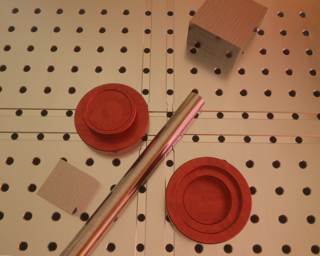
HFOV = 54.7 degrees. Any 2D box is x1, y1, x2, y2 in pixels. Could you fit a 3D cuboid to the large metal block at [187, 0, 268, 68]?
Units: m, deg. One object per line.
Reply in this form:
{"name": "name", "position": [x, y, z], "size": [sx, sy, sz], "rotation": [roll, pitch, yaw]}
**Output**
{"name": "large metal block", "position": [0.096, -0.149, 0.454], "size": [0.080, 0.050, 0.080], "rotation": [32, 73, 11]}

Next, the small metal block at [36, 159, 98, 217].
{"name": "small metal block", "position": [-0.113, 0.074, 0.384], "size": [0.050, 0.025, 0.050], "rotation": [28, 72, 9]}

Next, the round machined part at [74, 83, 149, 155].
{"name": "round machined part", "position": [-0.064, -0.016, 0.408], "size": [0.099, 0.042, 0.098], "rotation": [0, 70, 0]}

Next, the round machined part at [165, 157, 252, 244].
{"name": "round machined part", "position": [0.055, 0.087, 0.371], "size": [0.099, 0.042, 0.098], "rotation": [0, 70, 0]}

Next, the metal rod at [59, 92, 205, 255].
{"name": "metal rod", "position": [-0.039, 0.072, 0.385], "size": [0.025, 0.025, 0.300], "rotation": [35, 74, 12]}
